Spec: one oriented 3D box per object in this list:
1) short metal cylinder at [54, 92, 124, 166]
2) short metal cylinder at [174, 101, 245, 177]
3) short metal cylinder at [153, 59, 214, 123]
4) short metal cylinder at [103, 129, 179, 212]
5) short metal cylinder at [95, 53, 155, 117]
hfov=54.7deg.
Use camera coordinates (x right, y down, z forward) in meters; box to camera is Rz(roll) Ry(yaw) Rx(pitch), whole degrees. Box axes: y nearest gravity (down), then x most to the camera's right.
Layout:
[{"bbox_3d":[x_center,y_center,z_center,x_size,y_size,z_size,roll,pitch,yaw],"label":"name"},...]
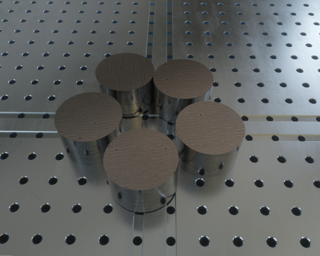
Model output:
[{"bbox_3d":[-0.086,0.000,0.390,0.081,0.050,0.080,0,50,0],"label":"short metal cylinder"},{"bbox_3d":[0.058,0.013,0.379,0.081,0.050,0.080,0,51,0],"label":"short metal cylinder"},{"bbox_3d":[0.031,-0.051,0.433,0.081,0.050,0.080,0,50,0],"label":"short metal cylinder"},{"bbox_3d":[-0.020,0.047,0.350,0.080,0.050,0.080,0,50,1],"label":"short metal cylinder"},{"bbox_3d":[-0.048,-0.063,0.443,0.081,0.050,0.080,0,50,0],"label":"short metal cylinder"}]
